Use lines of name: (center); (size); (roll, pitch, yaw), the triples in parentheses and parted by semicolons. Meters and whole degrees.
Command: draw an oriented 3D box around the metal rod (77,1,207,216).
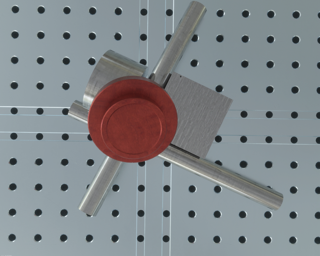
metal rod: (-0.019, -0.030, 0.394); (0.025, 0.025, 0.299); (28, 82, -1)

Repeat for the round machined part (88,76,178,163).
round machined part: (-0.029, -0.005, 0.339); (0.099, 0.042, 0.097); (-3, 110, -7)

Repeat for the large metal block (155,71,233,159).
large metal block: (0.035, -0.016, 0.398); (0.080, 0.050, 0.080); (26, 90, -1)

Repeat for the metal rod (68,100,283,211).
metal rod: (0.021, 0.037, 0.413); (0.301, 0.025, 0.025); (25, 90, -1)

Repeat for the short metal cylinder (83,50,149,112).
short metal cylinder: (-0.054, -0.049, 0.384); (0.050, 0.080, 0.080); (25, 90, -1)
